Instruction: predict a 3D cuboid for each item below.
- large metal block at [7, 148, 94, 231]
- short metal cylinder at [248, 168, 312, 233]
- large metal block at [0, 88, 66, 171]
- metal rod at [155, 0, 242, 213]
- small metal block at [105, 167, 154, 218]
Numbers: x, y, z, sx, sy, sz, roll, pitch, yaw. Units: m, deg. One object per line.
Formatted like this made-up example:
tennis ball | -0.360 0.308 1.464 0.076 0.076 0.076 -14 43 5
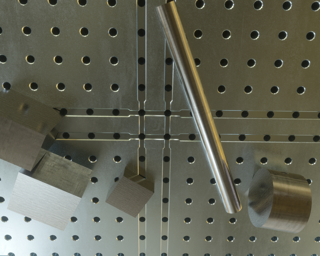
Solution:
large metal block | -0.147 0.083 0.418 0.080 0.050 0.079 26 124 -10
short metal cylinder | 0.160 0.098 0.423 0.050 0.080 0.079 11 110 -4
large metal block | -0.174 -0.001 0.381 0.080 0.080 0.050 26 108 -9
metal rod | 0.057 -0.013 0.409 0.025 0.025 0.298 -19 109 6
small metal block | -0.043 0.094 0.447 0.050 0.025 0.050 31 107 -11
